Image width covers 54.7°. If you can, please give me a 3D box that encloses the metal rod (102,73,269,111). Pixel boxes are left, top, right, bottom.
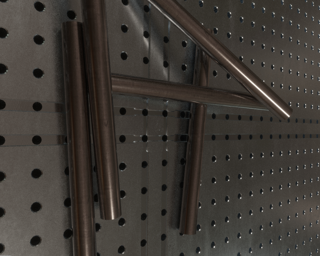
[{"bbox_3d":[0.061,-0.046,0.431,0.303,0.025,0.025,3,88,-31],"label":"metal rod"}]

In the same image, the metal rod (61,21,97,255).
[{"bbox_3d":[-0.087,0.038,0.337,0.025,0.025,0.298,-4,93,-40],"label":"metal rod"}]

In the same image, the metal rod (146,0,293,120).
[{"bbox_3d":[0.078,-0.107,0.427,0.301,0.025,0.025,37,67,-18],"label":"metal rod"}]

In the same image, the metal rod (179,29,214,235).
[{"bbox_3d":[0.054,0.002,0.456,0.025,0.025,0.298,10,84,-40],"label":"metal rod"}]

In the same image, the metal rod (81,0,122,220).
[{"bbox_3d":[-0.064,-0.048,0.331,0.025,0.025,0.298,-10,101,-40],"label":"metal rod"}]
